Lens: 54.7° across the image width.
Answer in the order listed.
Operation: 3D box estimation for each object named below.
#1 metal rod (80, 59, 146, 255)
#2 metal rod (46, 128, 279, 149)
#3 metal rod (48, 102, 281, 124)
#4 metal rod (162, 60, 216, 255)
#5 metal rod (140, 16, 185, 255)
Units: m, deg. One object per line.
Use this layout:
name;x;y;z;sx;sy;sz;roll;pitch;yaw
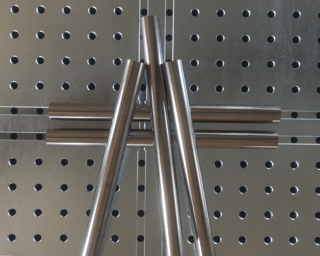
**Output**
metal rod;-0.066;0.063;0.394;0.025;0.025;0.298;14;97;-1
metal rod;0.003;0.014;0.414;0.302;0.025;0.025;1;90;-1
metal rod;0.007;-0.020;0.414;0.302;0.025;0.025;1;90;-1
metal rod;0.042;0.065;0.395;0.025;0.025;0.298;-11;97;0
metal rod;0.003;0.012;0.389;0.025;0.025;0.298;-6;90;0
